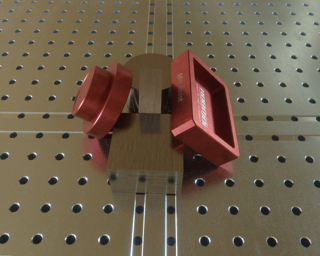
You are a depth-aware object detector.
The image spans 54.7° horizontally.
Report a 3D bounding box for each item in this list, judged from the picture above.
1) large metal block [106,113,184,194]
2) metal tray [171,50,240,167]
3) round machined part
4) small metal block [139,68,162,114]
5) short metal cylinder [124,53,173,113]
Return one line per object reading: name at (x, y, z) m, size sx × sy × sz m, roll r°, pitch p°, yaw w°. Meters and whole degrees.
large metal block at (-0.014, 0.029, 0.366) m, size 0.080 × 0.050 × 0.080 m, roll 2°, pitch 50°, yaw 1°
metal tray at (0.055, -0.027, 0.390) m, size 0.030 × 0.090 × 0.130 m, roll -30°, pitch 40°, yaw 32°
round machined part at (-0.077, -0.039, 0.387) m, size 0.042 × 0.098 × 0.098 m, roll 24°, pitch 45°, yaw -24°
small metal block at (-0.012, -0.043, 0.372) m, size 0.025 × 0.050 × 0.050 m, roll 2°, pitch 92°, yaw -2°
short metal cylinder at (-0.011, -0.062, 0.442) m, size 0.080 × 0.050 × 0.080 m, roll 0°, pitch 50°, yaw 0°
